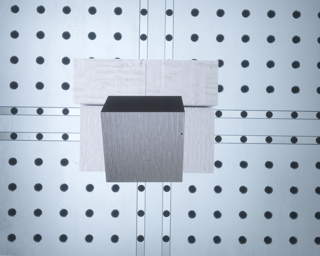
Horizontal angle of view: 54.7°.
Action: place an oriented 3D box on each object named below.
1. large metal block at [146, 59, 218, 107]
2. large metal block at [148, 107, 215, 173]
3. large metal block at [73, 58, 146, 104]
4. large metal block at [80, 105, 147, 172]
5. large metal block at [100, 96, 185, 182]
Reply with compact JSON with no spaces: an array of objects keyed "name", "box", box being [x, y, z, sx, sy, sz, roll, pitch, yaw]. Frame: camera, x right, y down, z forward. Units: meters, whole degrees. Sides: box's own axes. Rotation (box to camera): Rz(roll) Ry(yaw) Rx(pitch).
[{"name":"large metal block","box":[0.024,-0.051,0.385,0.081,0.080,0.050,1,90,-1]},{"name":"large metal block","box":[0.025,0.014,0.399,0.081,0.050,0.079,1,90,-1]},{"name":"large metal block","box":[-0.056,-0.052,0.384,0.081,0.080,0.050,1,90,-1]},{"name":"large metal block","box":[-0.056,0.013,0.398,0.081,0.050,0.079,1,90,-1]},{"name":"large metal block","box":[-0.017,0.011,0.334,0.081,0.050,0.079,0,114,-1]}]
